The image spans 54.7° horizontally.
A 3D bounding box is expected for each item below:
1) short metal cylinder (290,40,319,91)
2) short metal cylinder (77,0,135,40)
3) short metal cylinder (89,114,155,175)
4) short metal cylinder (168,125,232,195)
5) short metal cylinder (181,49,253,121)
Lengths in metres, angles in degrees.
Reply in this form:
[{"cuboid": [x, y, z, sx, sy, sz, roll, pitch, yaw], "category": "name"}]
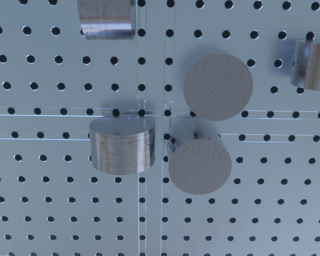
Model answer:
[{"cuboid": [0.197, -0.075, 0.359, 0.081, 0.080, 0.050, -1, 110, 0], "category": "short metal cylinder"}, {"cuboid": [-0.054, -0.136, 0.333, 0.050, 0.080, 0.079, 0, 110, 0], "category": "short metal cylinder"}, {"cuboid": [-0.046, 0.018, 0.390, 0.081, 0.080, 0.050, 0, 110, -1], "category": "short metal cylinder"}, {"cuboid": [0.051, 0.042, 0.416, 0.081, 0.050, 0.079, 0, 110, -1], "category": "short metal cylinder"}, {"cuboid": [0.067, -0.054, 0.381, 0.081, 0.050, 0.079, 0, 110, -1], "category": "short metal cylinder"}]
